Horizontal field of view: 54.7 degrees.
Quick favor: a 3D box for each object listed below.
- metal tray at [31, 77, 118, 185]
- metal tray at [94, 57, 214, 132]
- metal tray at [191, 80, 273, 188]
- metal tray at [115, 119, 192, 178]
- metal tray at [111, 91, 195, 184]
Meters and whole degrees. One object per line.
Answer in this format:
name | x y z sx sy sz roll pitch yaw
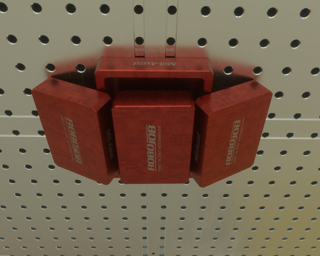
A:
metal tray | -0.101 0.007 0.389 0.090 0.030 0.129 17 134 19
metal tray | -0.007 -0.038 0.375 0.131 0.030 0.089 0 131 -1
metal tray | 0.086 0.011 0.394 0.091 0.030 0.129 -19 134 -21
metal tray | -0.006 0.030 0.435 0.131 0.030 0.089 0 131 -1
metal tray | -0.007 0.016 0.382 0.091 0.030 0.129 0 130 0
